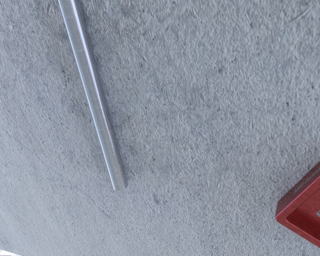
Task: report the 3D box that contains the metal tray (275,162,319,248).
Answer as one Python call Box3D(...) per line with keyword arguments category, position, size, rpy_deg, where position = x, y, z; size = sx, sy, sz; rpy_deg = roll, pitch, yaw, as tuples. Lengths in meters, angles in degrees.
Box3D(category="metal tray", position=(0.205, 0.083, 0.346), size=(0.090, 0.030, 0.129), rpy_deg=(31, 128, 7))

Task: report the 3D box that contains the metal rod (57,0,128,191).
Box3D(category="metal rod", position=(-0.087, -0.038, 0.427), size=(0.025, 0.025, 0.298), rpy_deg=(4, 120, 26))
